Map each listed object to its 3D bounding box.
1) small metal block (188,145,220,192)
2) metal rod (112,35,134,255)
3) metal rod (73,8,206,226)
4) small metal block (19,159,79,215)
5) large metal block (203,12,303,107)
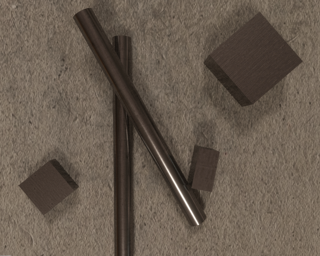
[{"bbox_3d":[0.055,0.050,0.398,0.025,0.050,0.050,11,90,-1],"label":"small metal block"},{"bbox_3d":[-0.049,0.030,0.409,0.025,0.025,0.298,-1,90,-1],"label":"metal rod"},{"bbox_3d":[-0.021,-0.007,0.390,0.025,0.025,0.299,-29,98,0],"label":"metal rod"},{"bbox_3d":[-0.145,0.077,0.408,0.050,0.025,0.050,-39,91,0],"label":"small metal block"},{"bbox_3d":[0.116,-0.085,0.399,0.080,0.050,0.080,-41,91,0],"label":"large metal block"}]
